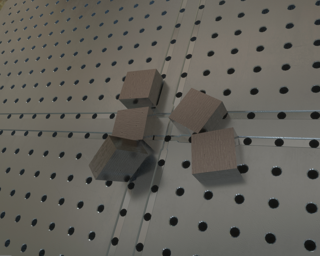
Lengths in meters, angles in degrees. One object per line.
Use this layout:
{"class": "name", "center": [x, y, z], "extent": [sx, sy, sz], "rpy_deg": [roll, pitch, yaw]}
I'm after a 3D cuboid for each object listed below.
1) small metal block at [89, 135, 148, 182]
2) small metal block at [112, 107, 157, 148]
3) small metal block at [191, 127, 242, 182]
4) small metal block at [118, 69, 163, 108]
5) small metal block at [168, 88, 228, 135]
{"class": "small metal block", "center": [-0.052, 0.040, 0.386], "extent": [0.050, 0.050, 0.025], "rpy_deg": [-54, 48, 20]}
{"class": "small metal block", "center": [-0.036, 0.001, 0.428], "extent": [0.050, 0.025, 0.050], "rpy_deg": [-5, 59, 25]}
{"class": "small metal block", "center": [0.064, 0.031, 0.356], "extent": [0.050, 0.025, 0.050], "rpy_deg": [-11, 57, 22]}
{"class": "small metal block", "center": [-0.028, -0.058, 0.460], "extent": [0.050, 0.025, 0.050], "rpy_deg": [0, 61, 28]}
{"class": "small metal block", "center": [0.048, -0.017, 0.394], "extent": [0.050, 0.025, 0.050], "rpy_deg": [31, 79, 38]}
